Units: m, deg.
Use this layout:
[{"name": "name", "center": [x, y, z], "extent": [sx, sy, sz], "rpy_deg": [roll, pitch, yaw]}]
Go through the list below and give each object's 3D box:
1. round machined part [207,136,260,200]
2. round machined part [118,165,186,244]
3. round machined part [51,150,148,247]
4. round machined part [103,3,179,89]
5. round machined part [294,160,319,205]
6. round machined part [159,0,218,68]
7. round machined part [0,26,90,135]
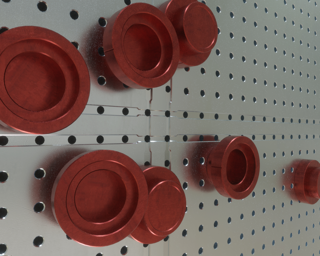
[{"name": "round machined part", "center": [0.112, 0.061, 0.491], "extent": [0.099, 0.042, 0.097], "rpy_deg": [0, 90, -40]}, {"name": "round machined part", "center": [-0.005, 0.098, 0.393], "extent": [0.099, 0.042, 0.097], "rpy_deg": [0, 90, -40]}, {"name": "round machined part", "center": [-0.066, 0.072, 0.334], "extent": [0.099, 0.042, 0.098], "rpy_deg": [2, 86, -28]}, {"name": "round machined part", "center": [-0.026, -0.095, 0.375], "extent": [0.099, 0.042, 0.097], "rpy_deg": [0, 90, -40]}, {"name": "round machined part", "center": [0.339, 0.119, 0.680], "extent": [0.099, 0.042, 0.097], "rpy_deg": [0, 90, -40]}, {"name": "round machined part", "center": [0.043, -0.136, 0.433], "extent": [0.099, 0.042, 0.097], "rpy_deg": [0, 90, -40]}, {"name": "round machined part", "center": [-0.121, -0.043, 0.296], "extent": [0.099, 0.042, 0.097], "rpy_deg": [0, 90, -40]}]
